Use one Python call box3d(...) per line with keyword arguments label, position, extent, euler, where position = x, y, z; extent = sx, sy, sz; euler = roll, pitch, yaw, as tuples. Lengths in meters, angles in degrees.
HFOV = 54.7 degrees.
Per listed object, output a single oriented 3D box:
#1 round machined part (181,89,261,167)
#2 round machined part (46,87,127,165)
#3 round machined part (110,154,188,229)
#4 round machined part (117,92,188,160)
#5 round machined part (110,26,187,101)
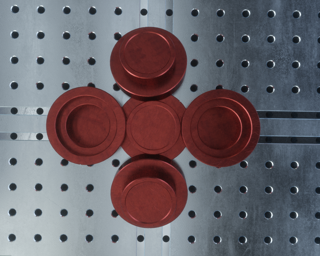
box3d(label="round machined part", position=(0.076, 0.000, 0.405), extent=(0.099, 0.042, 0.097), euler=(0, 90, -1))
box3d(label="round machined part", position=(-0.092, -0.003, 0.403), extent=(0.099, 0.042, 0.097), euler=(0, 90, -1))
box3d(label="round machined part", position=(-0.014, 0.085, 0.393), extent=(0.099, 0.042, 0.097), euler=(0, 105, 0))
box3d(label="round machined part", position=(-0.008, -0.001, 0.404), extent=(0.099, 0.042, 0.097), euler=(0, 90, -1))
box3d(label="round machined part", position=(-0.015, -0.086, 0.393), extent=(0.099, 0.042, 0.098), euler=(0, 76, 1))
